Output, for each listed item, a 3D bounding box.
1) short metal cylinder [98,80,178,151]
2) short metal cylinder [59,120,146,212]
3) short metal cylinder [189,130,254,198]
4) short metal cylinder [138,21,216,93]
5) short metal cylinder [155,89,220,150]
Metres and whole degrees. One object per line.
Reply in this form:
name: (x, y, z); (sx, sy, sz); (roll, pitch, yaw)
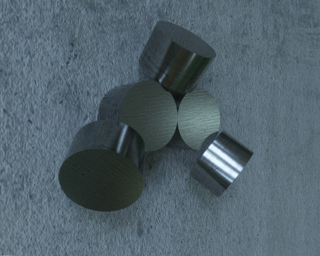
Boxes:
short metal cylinder: (-0.026, -0.014, 0.368); (0.081, 0.050, 0.080); (0, 90, -40)
short metal cylinder: (-0.055, 0.039, 0.316); (0.080, 0.080, 0.050); (54, 19, -27)
short metal cylinder: (0.085, 0.050, 0.434); (0.050, 0.080, 0.080); (38, 58, 12)
short metal cylinder: (0.021, -0.088, 0.380); (0.081, 0.080, 0.050); (2, 131, -40)
short metal cylinder: (0.036, -0.011, 0.420); (0.081, 0.050, 0.080); (0, 90, -40)
